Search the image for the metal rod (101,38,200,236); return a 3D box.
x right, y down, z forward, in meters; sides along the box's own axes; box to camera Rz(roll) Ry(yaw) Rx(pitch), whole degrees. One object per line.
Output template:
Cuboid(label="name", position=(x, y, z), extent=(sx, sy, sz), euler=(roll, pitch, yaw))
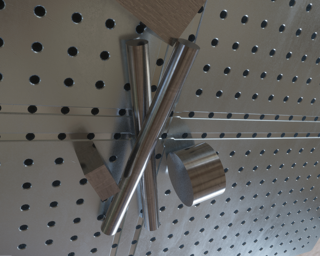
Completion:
Cuboid(label="metal rod", position=(-0.023, 0.032, 0.389), extent=(0.025, 0.025, 0.298), euler=(4, 125, -31))

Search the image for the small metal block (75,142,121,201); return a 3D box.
Cuboid(label="small metal block", position=(-0.078, 0.054, 0.386), extent=(0.025, 0.050, 0.050), euler=(-29, 128, -10))

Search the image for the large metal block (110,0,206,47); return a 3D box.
Cuboid(label="large metal block", position=(-0.002, -0.142, 0.306), extent=(0.080, 0.050, 0.080), euler=(29, 102, -38))

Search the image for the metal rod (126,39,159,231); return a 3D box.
Cuboid(label="metal rod", position=(-0.019, 0.031, 0.419), extent=(0.025, 0.025, 0.298), euler=(-16, 125, -20))

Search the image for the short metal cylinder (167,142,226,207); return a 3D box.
Cuboid(label="short metal cylinder", position=(0.050, 0.065, 0.444), extent=(0.050, 0.080, 0.079), euler=(-17, 125, -19))
